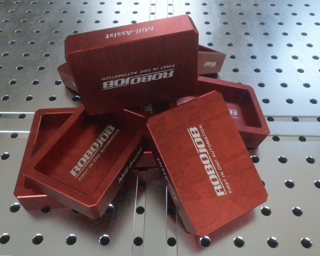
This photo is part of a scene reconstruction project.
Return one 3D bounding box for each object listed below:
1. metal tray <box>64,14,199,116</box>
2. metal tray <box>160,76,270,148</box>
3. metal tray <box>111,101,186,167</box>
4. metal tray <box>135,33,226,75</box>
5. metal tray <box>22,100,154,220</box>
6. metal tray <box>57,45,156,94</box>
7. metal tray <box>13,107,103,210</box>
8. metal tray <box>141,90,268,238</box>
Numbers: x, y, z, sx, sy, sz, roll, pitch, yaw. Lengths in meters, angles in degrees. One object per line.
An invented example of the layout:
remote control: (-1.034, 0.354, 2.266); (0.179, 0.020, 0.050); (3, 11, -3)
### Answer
metal tray: (-0.026, -0.065, 0.336); (0.131, 0.090, 0.030); (-12, 51, -4)
metal tray: (0.068, -0.025, 0.402); (0.131, 0.030, 0.090); (8, 48, -16)
metal tray: (-0.017, -0.010, 0.412); (0.091, 0.030, 0.130); (-2, 48, -4)
metal tray: (0.033, -0.109, 0.452); (0.090, 0.030, 0.131); (27, 22, 21)
metal tray: (-0.072, 0.024, 0.345); (0.090, 0.030, 0.130); (21, 53, 17)
metal tray: (-0.077, -0.080, 0.450); (0.090, 0.030, 0.130); (-38, 44, -27)
metal tray: (-0.114, 0.031, 0.378); (0.091, 0.030, 0.130); (-3, 49, -3)
metal tray: (0.047, 0.036, 0.331); (0.091, 0.030, 0.130); (-23, 87, -18)
